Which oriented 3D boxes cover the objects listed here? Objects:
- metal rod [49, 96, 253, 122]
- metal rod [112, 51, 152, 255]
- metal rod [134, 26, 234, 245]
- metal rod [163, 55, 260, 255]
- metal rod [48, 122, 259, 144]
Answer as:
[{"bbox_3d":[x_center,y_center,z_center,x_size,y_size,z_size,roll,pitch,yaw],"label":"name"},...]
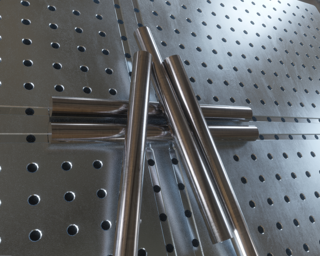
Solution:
[{"bbox_3d":[0.007,-0.023,0.428,0.303,0.025,0.025,1,62,-28],"label":"metal rod"},{"bbox_3d":[-0.030,0.041,0.344,0.025,0.025,0.299,14,63,-21],"label":"metal rod"},{"bbox_3d":[0.022,-0.007,0.394,0.025,0.025,0.299,-6,65,-31],"label":"metal rod"},{"bbox_3d":[0.065,0.042,0.395,0.025,0.025,0.299,-11,75,-33],"label":"metal rod"},{"bbox_3d":[0.012,0.007,0.412,0.303,0.025,0.025,1,62,-28],"label":"metal rod"}]
